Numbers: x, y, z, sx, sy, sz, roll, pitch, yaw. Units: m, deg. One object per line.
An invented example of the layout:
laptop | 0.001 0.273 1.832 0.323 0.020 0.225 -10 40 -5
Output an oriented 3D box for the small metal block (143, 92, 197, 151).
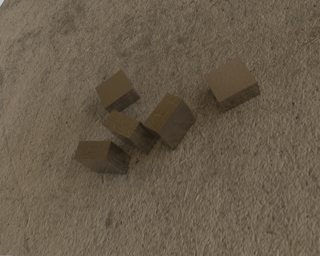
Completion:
small metal block | 0.014 -0.007 0.385 0.025 0.050 0.050 28 77 37

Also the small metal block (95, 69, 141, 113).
small metal block | -0.064 -0.053 0.470 0.050 0.025 0.050 -35 51 5

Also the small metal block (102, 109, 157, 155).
small metal block | -0.038 0.006 0.404 0.050 0.050 0.025 24 75 36

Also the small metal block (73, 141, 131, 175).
small metal block | -0.074 0.039 0.403 0.050 0.050 0.025 -2 61 27

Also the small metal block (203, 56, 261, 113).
small metal block | 0.090 -0.055 0.390 0.050 0.025 0.050 -28 52 10
